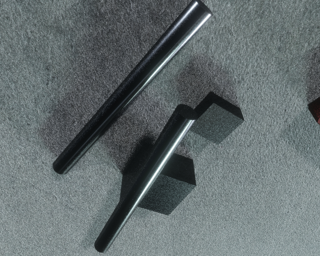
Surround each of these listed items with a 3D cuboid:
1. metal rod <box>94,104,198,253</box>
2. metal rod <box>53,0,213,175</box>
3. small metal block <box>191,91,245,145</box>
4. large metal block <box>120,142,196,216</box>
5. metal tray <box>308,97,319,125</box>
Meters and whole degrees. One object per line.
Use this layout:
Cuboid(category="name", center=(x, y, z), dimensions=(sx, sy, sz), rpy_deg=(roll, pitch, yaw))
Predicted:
Cuboid(category="metal rod", center=(-0.033, 0.087, 0.414), dimensions=(0.025, 0.025, 0.298), rpy_deg=(19, 128, -16))
Cuboid(category="metal rod", center=(-0.051, -0.031, 0.379), dimensions=(0.025, 0.025, 0.299), rpy_deg=(32, 123, -24))
Cuboid(category="small metal block", center=(0.070, -0.012, 0.399), dimensions=(0.050, 0.025, 0.050), rpy_deg=(27, 125, -22))
Cuboid(category="large metal block", center=(-0.004, 0.077, 0.456), dimensions=(0.080, 0.050, 0.080), rpy_deg=(22, 127, -18))
Cuboid(category="metal tray", center=(0.268, -0.012, 0.397), dimensions=(0.130, 0.030, 0.090), rpy_deg=(34, 122, -26))
